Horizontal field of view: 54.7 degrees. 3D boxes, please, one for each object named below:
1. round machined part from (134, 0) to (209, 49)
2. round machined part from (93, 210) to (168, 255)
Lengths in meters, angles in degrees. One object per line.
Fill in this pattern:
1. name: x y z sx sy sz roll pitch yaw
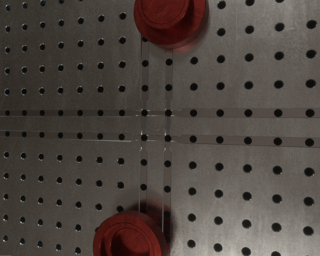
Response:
1. round machined part: 0.010 -0.156 0.399 0.098 0.042 0.097 0 90 19
2. round machined part: -0.036 0.159 0.415 0.098 0.042 0.097 0 90 19
